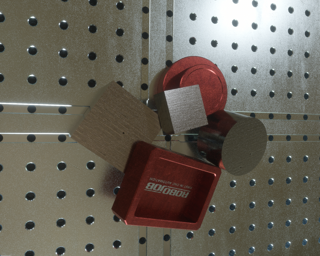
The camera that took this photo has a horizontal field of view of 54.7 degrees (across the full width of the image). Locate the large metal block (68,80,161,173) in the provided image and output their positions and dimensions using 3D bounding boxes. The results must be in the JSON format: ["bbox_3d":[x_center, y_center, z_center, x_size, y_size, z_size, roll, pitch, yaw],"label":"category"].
[{"bbox_3d":[-0.053,0.001,0.380,0.080,0.050,0.080,37,78,-16],"label":"large metal block"}]

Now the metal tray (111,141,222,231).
[{"bbox_3d":[0.014,0.076,0.385,0.131,0.030,0.090,21,90,-41],"label":"metal tray"}]

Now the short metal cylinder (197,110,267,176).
[{"bbox_3d":[0.099,0.019,0.424,0.081,0.050,0.079,-9,109,-29],"label":"short metal cylinder"}]

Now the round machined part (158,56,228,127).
[{"bbox_3d":[0.050,-0.050,0.422,0.099,0.042,0.097,0,90,-20],"label":"round machined part"}]

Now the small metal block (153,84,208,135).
[{"bbox_3d":[0.025,-0.022,0.373,0.050,0.025,0.050,-15,92,-31],"label":"small metal block"}]
